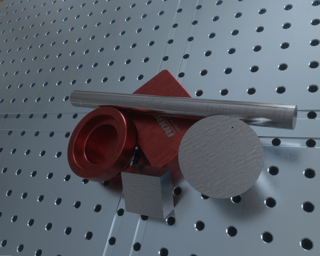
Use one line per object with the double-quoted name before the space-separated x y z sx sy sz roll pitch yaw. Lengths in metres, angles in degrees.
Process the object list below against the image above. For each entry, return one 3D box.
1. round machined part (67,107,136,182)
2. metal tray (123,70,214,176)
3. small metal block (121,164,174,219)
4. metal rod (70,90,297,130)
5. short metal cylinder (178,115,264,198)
"round machined part" -0.072 0.024 0.412 0.098 0.042 0.098 -14 61 27
"metal tray" 0.007 -0.010 0.407 0.090 0.030 0.130 -37 51 3
"small metal block" -0.014 0.071 0.353 0.050 0.025 0.050 3 106 28
"metal rod" 0.005 -0.027 0.381 0.300 0.025 0.025 7 65 31
"short metal cylinder" 0.062 0.030 0.320 0.080 0.050 0.080 -2 81 11
